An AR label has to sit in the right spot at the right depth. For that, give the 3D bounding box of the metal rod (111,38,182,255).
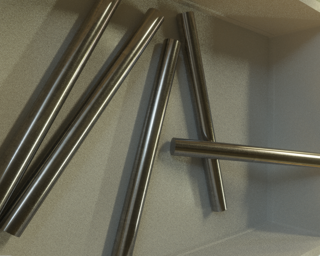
[{"bbox_3d":[-0.017,0.027,0.394,0.025,0.025,0.299,22,76,-38],"label":"metal rod"}]

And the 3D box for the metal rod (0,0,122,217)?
[{"bbox_3d":[-0.104,-0.045,0.320,0.025,0.025,0.300,37,67,-34],"label":"metal rod"}]

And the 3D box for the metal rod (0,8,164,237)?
[{"bbox_3d":[-0.074,-0.025,0.345,0.025,0.025,0.300,44,63,-32],"label":"metal rod"}]

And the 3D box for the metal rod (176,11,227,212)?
[{"bbox_3d":[0.064,-0.018,0.462,0.025,0.025,0.298,-19,102,-39],"label":"metal rod"}]

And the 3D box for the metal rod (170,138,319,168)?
[{"bbox_3d":[0.162,0.042,0.466,0.302,0.025,0.025,6,86,-15],"label":"metal rod"}]
